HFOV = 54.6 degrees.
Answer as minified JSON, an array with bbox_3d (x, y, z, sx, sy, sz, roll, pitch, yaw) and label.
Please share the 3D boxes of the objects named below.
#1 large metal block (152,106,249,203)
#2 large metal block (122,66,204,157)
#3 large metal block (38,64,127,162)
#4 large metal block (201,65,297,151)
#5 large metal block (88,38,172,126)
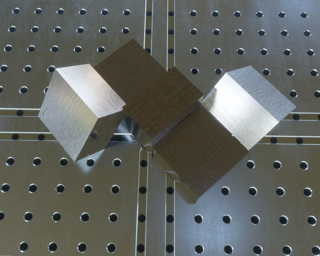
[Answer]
[{"bbox_3d":[0.048,0.034,0.386,0.080,0.050,0.080,-39,73,-13],"label":"large metal block"},{"bbox_3d":[0.003,-0.018,0.389,0.080,0.080,0.050,-40,76,-13],"label":"large metal block"},{"bbox_3d":[-0.096,-0.020,0.382,0.080,0.080,0.050,47,38,15],"label":"large metal block"},{"bbox_3d":[0.112,-0.029,0.387,0.080,0.050,0.081,47,37,14],"label":"large metal block"},{"bbox_3d":[-0.039,-0.059,0.420,0.080,0.050,0.080,-40,76,-12],"label":"large metal block"}]
